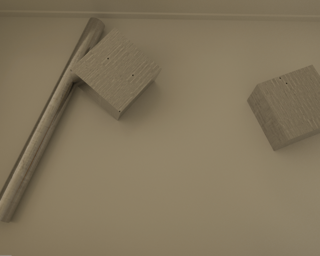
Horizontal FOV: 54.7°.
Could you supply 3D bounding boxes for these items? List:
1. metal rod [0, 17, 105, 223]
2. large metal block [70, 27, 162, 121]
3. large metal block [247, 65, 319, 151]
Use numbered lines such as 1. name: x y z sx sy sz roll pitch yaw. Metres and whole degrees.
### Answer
1. metal rod: -0.143 -0.025 0.416 0.025 0.025 0.299 18 71 6
2. large metal block: -0.058 -0.070 0.411 0.080 0.050 0.080 41 74 -2
3. large metal block: 0.175 -0.026 0.408 0.080 0.050 0.080 -20 72 -8
